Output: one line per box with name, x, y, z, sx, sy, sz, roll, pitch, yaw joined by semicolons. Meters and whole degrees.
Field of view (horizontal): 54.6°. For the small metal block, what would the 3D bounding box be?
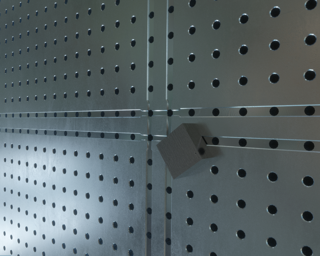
small metal block;0.030;0.029;0.386;0.050;0.025;0.050;-41;65;32
